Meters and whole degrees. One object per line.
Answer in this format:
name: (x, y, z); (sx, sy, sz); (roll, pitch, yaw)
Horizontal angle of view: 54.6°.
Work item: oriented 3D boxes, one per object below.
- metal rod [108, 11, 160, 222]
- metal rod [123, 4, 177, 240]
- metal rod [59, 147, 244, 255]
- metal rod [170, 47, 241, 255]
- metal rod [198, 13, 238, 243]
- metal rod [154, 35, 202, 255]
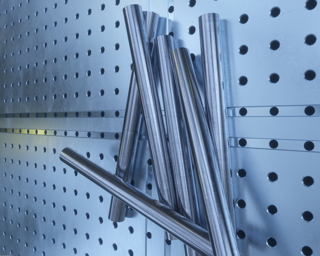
metal rod: (-0.039, -0.010, 0.442); (0.025, 0.025, 0.298); (17, 101, 39)
metal rod: (-0.008, -0.009, 0.398); (0.025, 0.025, 0.299); (-12, 88, 39)
metal rod: (-0.034, 0.089, 0.399); (0.300, 0.025, 0.025); (23, 105, 35)
metal rod: (0.049, 0.044, 0.327); (0.025, 0.025, 0.299); (-28, 62, 36)
metal rod: (0.067, 0.019, 0.354); (0.025, 0.025, 0.299); (-6, 86, 40)
metal rod: (0.025, 0.030, 0.389); (0.025, 0.025, 0.299); (-14, 81, 39)
